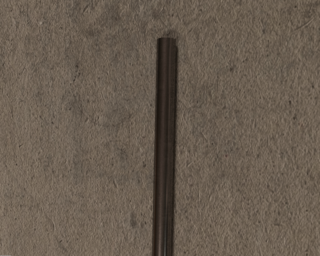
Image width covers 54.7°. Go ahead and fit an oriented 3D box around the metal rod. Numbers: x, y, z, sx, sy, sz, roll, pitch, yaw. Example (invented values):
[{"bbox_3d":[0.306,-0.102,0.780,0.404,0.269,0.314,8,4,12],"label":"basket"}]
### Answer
[{"bbox_3d":[0.005,0.034,0.406,0.025,0.025,0.298,1,90,19],"label":"metal rod"}]
